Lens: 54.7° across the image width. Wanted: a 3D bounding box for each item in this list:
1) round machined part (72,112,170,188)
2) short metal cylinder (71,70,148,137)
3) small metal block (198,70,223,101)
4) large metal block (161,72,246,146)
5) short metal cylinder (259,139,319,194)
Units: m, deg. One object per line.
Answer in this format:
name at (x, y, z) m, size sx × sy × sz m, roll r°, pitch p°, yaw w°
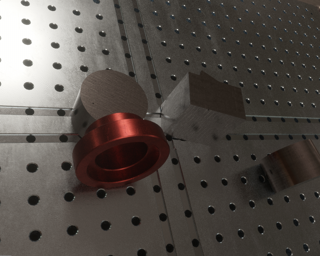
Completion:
round machined part at (-0.042, 0.021, 0.328) m, size 0.099 × 0.097 × 0.042 m, roll -1°, pitch 51°, yaw -29°
short metal cylinder at (-0.061, -0.023, 0.374) m, size 0.081 × 0.050 × 0.080 m, roll 14°, pitch 56°, yaw -21°
small metal block at (0.066, -0.050, 0.460) m, size 0.050 × 0.050 × 0.025 m, roll 32°, pitch 51°, yaw -8°
large metal block at (0.055, -0.022, 0.418) m, size 0.081 × 0.080 × 0.050 m, roll 13°, pitch 56°, yaw -21°
short metal cylinder at (0.192, 0.056, 0.445) m, size 0.081 × 0.080 × 0.050 m, roll -7°, pitch 66°, yaw -32°
